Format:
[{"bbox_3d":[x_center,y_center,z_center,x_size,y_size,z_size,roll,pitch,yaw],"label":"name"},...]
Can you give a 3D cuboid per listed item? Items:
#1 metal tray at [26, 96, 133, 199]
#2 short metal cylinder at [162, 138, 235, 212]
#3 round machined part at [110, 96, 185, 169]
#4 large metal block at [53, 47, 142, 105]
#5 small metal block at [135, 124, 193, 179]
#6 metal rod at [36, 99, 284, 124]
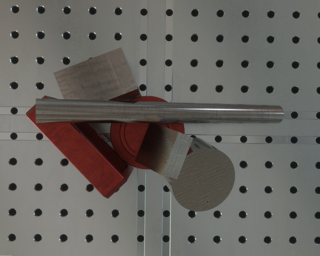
[{"bbox_3d":[-0.092,0.021,0.379,0.030,0.090,0.130,-44,91,0],"label":"metal tray"},{"bbox_3d":[0.046,0.057,0.389,0.081,0.050,0.079,-4,103,-15],"label":"short metal cylinder"},{"bbox_3d":[-0.017,0.006,0.407,0.099,0.042,0.097,0,90,-1],"label":"round machined part"},{"bbox_3d":[-0.072,-0.053,0.383,0.080,0.080,0.050,-21,90,0],"label":"large metal block"},{"bbox_3d":[0.004,0.025,0.357,0.025,0.050,0.050,23,87,-43],"label":"small metal block"},{"bbox_3d":[0.016,-0.018,0.366,0.303,0.025,0.025,0,90,-20],"label":"metal rod"}]
